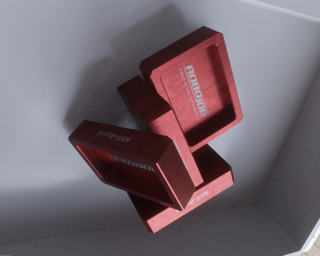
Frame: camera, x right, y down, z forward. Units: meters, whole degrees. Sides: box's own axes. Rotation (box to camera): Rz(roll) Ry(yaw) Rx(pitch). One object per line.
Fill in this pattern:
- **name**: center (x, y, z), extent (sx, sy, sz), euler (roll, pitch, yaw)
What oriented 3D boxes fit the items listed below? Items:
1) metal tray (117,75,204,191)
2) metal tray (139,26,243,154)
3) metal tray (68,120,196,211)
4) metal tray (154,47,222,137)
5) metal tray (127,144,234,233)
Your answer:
- **metal tray**: center (0.002, 0.010, 0.372), extent (0.030, 0.090, 0.130), euler (-32, 129, -8)
- **metal tray**: center (0.042, -0.040, 0.364), extent (0.090, 0.030, 0.130), euler (-32, 128, -8)
- **metal tray**: center (-0.033, 0.040, 0.349), extent (0.030, 0.130, 0.090), euler (-54, 136, -30)
- **metal tray**: center (0.050, -0.041, 0.409), extent (0.090, 0.030, 0.129), euler (-29, 128, -8)
- **metal tray**: center (0.021, 0.071, 0.422), extent (0.131, 0.090, 0.030), euler (-29, 129, -11)
